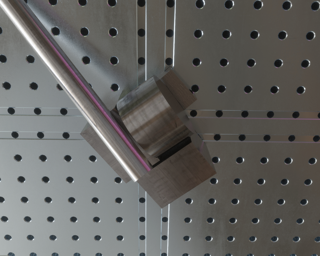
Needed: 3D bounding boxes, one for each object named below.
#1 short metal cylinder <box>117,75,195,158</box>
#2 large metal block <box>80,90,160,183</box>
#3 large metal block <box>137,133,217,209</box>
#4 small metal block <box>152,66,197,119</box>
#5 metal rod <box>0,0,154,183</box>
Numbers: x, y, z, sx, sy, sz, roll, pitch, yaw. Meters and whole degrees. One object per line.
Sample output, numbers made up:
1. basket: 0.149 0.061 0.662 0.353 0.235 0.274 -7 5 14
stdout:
1. short metal cylinder: -0.004 -0.013 0.352 0.050 0.080 0.080 -35 107 12
2. large metal block: -0.045 0.008 0.387 0.050 0.080 0.080 -36 107 12
3. large metal block: 0.019 0.043 0.398 0.080 0.080 0.050 -36 107 12
4. small metal block: 0.011 -0.042 0.399 0.050 0.025 0.050 -40 106 13
5. metal rod: -0.109 -0.069 0.331 0.025 0.025 0.300 -40 85 13
